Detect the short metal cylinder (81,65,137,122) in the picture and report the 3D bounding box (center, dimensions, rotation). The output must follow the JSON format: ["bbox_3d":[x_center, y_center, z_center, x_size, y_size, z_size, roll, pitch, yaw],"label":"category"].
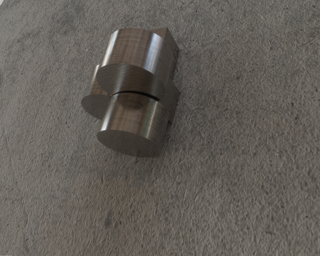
[{"bbox_3d":[-0.062,-0.045,0.431,0.080,0.080,0.050,-2,61,27],"label":"short metal cylinder"}]

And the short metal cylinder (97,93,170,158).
[{"bbox_3d":[-0.033,-0.001,0.389,0.080,0.080,0.050,0,62,28],"label":"short metal cylinder"}]

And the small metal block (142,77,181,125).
[{"bbox_3d":[0.002,-0.038,0.414,0.025,0.050,0.050,1,62,29],"label":"small metal block"}]

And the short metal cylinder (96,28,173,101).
[{"bbox_3d":[-0.029,-0.070,0.364,0.080,0.080,0.050,-2,61,27],"label":"short metal cylinder"}]

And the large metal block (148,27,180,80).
[{"bbox_3d":[-0.023,-0.096,0.461,0.080,0.050,0.080,-2,61,27],"label":"large metal block"}]
